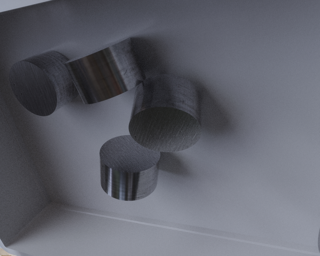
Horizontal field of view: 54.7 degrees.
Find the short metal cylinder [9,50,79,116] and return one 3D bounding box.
[{"bbox_3d":[-0.161,-0.063,0.436,0.080,0.050,0.079,13,124,20],"label":"short metal cylinder"}]

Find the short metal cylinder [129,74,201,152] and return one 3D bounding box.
[{"bbox_3d":[0.007,-0.015,0.358,0.080,0.050,0.080,3,141,3],"label":"short metal cylinder"}]

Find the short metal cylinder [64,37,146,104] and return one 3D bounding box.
[{"bbox_3d":[-0.063,-0.068,0.363,0.080,0.080,0.050,-9,114,32],"label":"short metal cylinder"}]

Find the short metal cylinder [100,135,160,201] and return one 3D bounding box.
[{"bbox_3d":[-0.042,0.053,0.426,0.080,0.080,0.050,18,125,17],"label":"short metal cylinder"}]

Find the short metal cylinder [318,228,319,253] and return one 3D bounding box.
[{"bbox_3d":[0.212,0.109,0.329,0.050,0.080,0.079,22,127,14],"label":"short metal cylinder"}]
